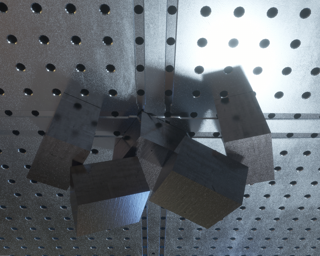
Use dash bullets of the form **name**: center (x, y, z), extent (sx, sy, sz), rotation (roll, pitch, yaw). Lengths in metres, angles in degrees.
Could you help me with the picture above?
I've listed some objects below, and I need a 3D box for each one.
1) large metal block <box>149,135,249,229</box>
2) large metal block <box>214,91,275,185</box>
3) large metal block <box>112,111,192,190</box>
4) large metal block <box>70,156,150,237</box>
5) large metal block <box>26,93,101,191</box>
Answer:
- **large metal block**: center (0.043, 0.066, 0.361), extent (0.080, 0.050, 0.080), rotation (27, 140, -3)
- **large metal block**: center (0.105, 0.014, 0.389), extent (0.050, 0.080, 0.080), rotation (-13, 129, 10)
- **large metal block**: center (-0.011, 0.035, 0.424), extent (0.080, 0.050, 0.080), rotation (26, 125, -21)
- **large metal block**: center (-0.065, 0.084, 0.380), extent (0.081, 0.050, 0.079), rotation (-7, 141, -22)
- **large metal block**: center (-0.119, 0.017, 0.388), extent (0.050, 0.080, 0.080), rotation (24, 126, -19)
